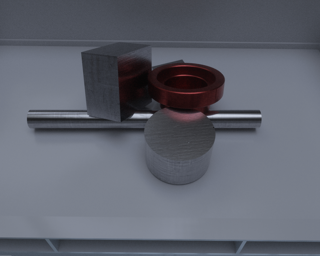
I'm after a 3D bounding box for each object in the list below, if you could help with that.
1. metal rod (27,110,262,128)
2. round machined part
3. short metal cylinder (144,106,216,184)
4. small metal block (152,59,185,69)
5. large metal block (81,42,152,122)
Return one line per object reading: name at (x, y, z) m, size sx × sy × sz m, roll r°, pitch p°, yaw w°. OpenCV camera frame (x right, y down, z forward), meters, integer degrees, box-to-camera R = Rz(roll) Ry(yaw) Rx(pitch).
metal rod at (-0.019, -0.012, 0.411) m, size 0.302 × 0.025 × 0.025 m, roll 0°, pitch 50°, yaw -1°
round machined part at (0.034, -0.049, 0.408) m, size 0.099 × 0.042 × 0.098 m, roll 0°, pitch 33°, yaw 0°
short metal cylinder at (0.022, 0.020, 0.369) m, size 0.081 × 0.050 × 0.080 m, roll 0°, pitch 50°, yaw 0°
small metal block at (0.020, -0.073, 0.466) m, size 0.050 × 0.025 × 0.050 m, roll -16°, pitch 52°, yaw -14°
large metal block at (-0.052, -0.063, 0.401) m, size 0.050 × 0.079 × 0.080 m, roll 12°, pitch 27°, yaw 24°
